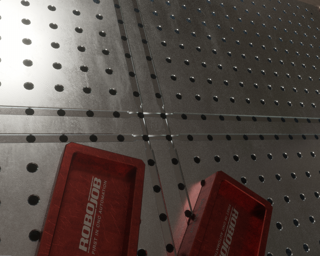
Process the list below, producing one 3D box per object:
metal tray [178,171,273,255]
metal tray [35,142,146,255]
[{"bbox_3d":[0.082,0.128,0.372,0.090,0.030,0.130,34,51,-7],"label":"metal tray"},{"bbox_3d":[-0.067,0.086,0.316,0.091,0.030,0.130,17,55,-19],"label":"metal tray"}]
